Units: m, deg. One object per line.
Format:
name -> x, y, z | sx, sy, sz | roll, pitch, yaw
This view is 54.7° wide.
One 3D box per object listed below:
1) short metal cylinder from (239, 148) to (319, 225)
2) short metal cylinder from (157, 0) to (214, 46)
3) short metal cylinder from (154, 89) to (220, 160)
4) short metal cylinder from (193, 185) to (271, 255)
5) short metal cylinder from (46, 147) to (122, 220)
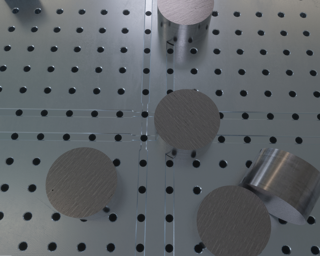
short metal cylinder -> 0.140, 0.067, 0.359 | 0.080, 0.080, 0.050 | 33, 74, 11
short metal cylinder -> 0.036, -0.170, 0.461 | 0.081, 0.050, 0.080 | 0, 70, 0
short metal cylinder -> 0.033, -0.003, 0.400 | 0.081, 0.050, 0.080 | 0, 70, 0
short metal cylinder -> 0.080, 0.110, 0.358 | 0.081, 0.050, 0.080 | 0, 70, 0
short metal cylinder -> -0.088, 0.068, 0.373 | 0.081, 0.050, 0.080 | 0, 70, 0
